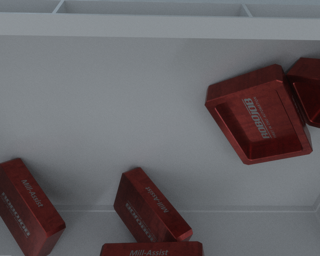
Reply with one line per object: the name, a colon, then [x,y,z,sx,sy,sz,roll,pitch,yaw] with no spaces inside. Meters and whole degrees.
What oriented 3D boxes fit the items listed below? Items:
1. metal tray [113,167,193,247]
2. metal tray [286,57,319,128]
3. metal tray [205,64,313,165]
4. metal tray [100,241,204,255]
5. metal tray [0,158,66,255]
metal tray: [-0.016,0.133,0.458,0.030,0.130,0.089,-17,140,-37]
metal tray: [0.207,-0.027,0.326,0.030,0.130,0.090,-48,124,-11]
metal tray: [0.125,-0.009,0.385,0.090,0.030,0.130,-16,130,31]
metal tray: [-0.006,0.188,0.406,0.131,0.030,0.089,-5,127,10]
metal tray: [-0.197,0.119,0.451,0.130,0.030,0.089,47,126,18]
